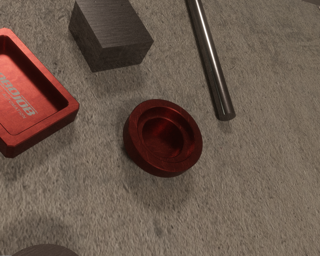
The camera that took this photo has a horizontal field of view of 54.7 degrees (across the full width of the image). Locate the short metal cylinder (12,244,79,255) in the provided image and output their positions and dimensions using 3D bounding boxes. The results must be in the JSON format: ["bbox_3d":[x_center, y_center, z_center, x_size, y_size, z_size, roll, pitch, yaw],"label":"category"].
[{"bbox_3d":[-0.099,0.140,0.250,0.081,0.050,0.080,14,56,-21],"label":"short metal cylinder"}]

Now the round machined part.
[{"bbox_3d":[0.000,0.016,0.385,0.099,0.042,0.098,14,56,-21],"label":"round machined part"}]

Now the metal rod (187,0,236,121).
[{"bbox_3d":[0.081,-0.148,0.539,0.025,0.025,0.299,5,59,-26],"label":"metal rod"}]

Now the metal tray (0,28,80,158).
[{"bbox_3d":[-0.165,-0.042,0.337,0.130,0.030,0.091,47,51,4],"label":"metal tray"}]

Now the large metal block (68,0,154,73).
[{"bbox_3d":[-0.069,-0.130,0.431,0.081,0.050,0.080,-19,72,-36],"label":"large metal block"}]
